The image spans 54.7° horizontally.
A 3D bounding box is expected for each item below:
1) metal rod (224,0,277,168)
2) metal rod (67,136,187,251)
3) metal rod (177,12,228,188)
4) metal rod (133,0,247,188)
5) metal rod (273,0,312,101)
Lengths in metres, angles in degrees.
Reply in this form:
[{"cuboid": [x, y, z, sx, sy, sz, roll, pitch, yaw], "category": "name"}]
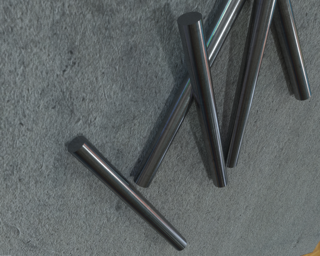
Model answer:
[{"cuboid": [0.118, -0.064, 0.415, 0.025, 0.025, 0.298, -14, 129, -21], "category": "metal rod"}, {"cuboid": [-0.031, 0.113, 0.459, 0.025, 0.025, 0.300, -38, 129, -3], "category": "metal rod"}, {"cuboid": [0.065, -0.009, 0.410, 0.025, 0.025, 0.299, -30, 136, -9], "category": "metal rod"}, {"cuboid": [0.038, -0.050, 0.395, 0.025, 0.025, 0.298, 14, 111, -34], "category": "metal rod"}, {"cuboid": [0.161, -0.146, 0.403, 0.025, 0.025, 0.300, -39, 129, -2], "category": "metal rod"}]
